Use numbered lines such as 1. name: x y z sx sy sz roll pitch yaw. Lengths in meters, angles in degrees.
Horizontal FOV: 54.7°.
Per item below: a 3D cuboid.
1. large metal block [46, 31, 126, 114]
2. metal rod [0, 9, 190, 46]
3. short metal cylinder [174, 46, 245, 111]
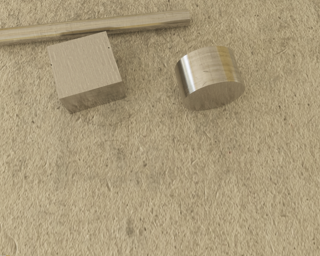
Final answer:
1. large metal block: -0.098 -0.075 0.421 0.080 0.050 0.080 -17 71 -6
2. metal rod: -0.107 -0.149 0.461 0.302 0.025 0.025 -7 70 -3
3. short metal cylinder: 0.063 -0.062 0.402 0.081 0.080 0.050 -11 71 -4
